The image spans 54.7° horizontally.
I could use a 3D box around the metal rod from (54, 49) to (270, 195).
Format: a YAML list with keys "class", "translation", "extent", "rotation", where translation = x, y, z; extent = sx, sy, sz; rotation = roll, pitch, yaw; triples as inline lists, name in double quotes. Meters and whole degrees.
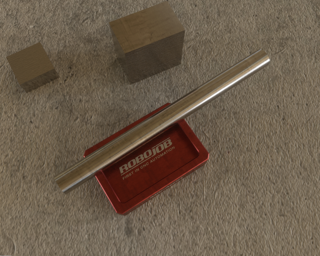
- class: "metal rod"
  translation: [0.012, -0.014, 0.381]
  extent: [0.301, 0.025, 0.025]
  rotation: [-32, 74, -12]

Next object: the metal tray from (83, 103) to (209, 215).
- class: "metal tray"
  translation: [-0.016, 0.037, 0.391]
  extent: [0.131, 0.030, 0.090]
  rotation: [-31, 73, -11]

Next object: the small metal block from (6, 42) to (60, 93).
- class: "small metal block"
  translation: [-0.179, -0.086, 0.437]
  extent: [0.050, 0.025, 0.050]
  rotation: [-29, 73, -10]

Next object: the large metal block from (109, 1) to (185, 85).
- class: "large metal block"
  translation: [-0.016, -0.112, 0.420]
  extent: [0.080, 0.080, 0.050]
  rotation: [-24, 72, -9]
